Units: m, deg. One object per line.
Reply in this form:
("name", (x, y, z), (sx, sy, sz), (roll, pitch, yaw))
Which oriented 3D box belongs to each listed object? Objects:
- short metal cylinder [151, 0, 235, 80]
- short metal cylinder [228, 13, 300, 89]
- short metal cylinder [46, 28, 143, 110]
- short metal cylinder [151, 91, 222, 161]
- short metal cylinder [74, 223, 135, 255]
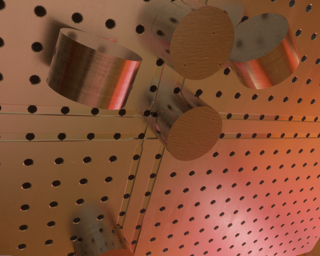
("short metal cylinder", (0.036, -0.101, 0.352), (0.081, 0.050, 0.079), (-14, 124, -21))
("short metal cylinder", (0.125, -0.095, 0.385), (0.080, 0.080, 0.050), (-43, 129, 2))
("short metal cylinder", (-0.064, -0.059, 0.304), (0.081, 0.080, 0.050), (10, 113, -33))
("short metal cylinder", (0.035, -0.003, 0.412), (0.081, 0.050, 0.079), (-14, 124, -21))
("short metal cylinder", (-0.084, 0.193, 0.468), (0.081, 0.050, 0.079), (-14, 124, -21))
